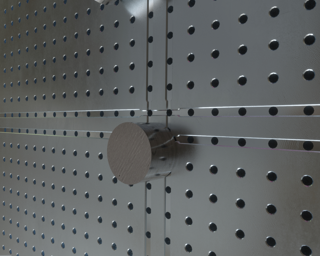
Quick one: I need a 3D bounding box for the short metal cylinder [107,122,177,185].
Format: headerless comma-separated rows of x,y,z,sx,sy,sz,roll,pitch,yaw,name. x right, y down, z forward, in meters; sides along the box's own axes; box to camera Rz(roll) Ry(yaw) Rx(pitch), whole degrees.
-0.025,0.032,0.414,0.080,0.050,0.079,0,90,40,short metal cylinder

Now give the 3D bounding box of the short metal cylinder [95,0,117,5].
-0.077,-0.224,0.437,0.050,0.081,0.080,-28,73,37,short metal cylinder
